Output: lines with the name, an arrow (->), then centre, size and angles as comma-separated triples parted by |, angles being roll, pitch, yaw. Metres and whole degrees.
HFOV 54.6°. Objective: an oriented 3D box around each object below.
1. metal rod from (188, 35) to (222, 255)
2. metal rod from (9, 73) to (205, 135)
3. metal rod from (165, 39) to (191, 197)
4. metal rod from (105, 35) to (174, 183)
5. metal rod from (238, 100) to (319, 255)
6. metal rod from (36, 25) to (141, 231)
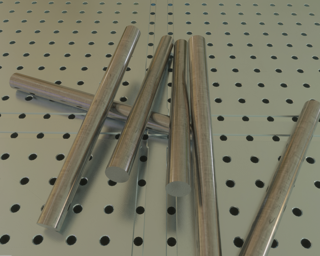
metal rod -> 0.051, 0.004, 0.374 | 0.025, 0.025, 0.300 | 1, 59, 1
metal rod -> -0.077, -0.029, 0.431 | 0.301, 0.025, 0.025 | 16, 52, 13
metal rod -> 0.027, -0.040, 0.414 | 0.025, 0.025, 0.300 | 3, 42, 2
metal rod -> -0.015, -0.050, 0.422 | 0.025, 0.025, 0.300 | 8, 42, 7
metal rod -> 0.135, 0.069, 0.350 | 0.025, 0.025, 0.301 | 25, 54, 20
metal rod -> -0.079, -0.022, 0.396 | 0.025, 0.025, 0.300 | 11, 60, 9
